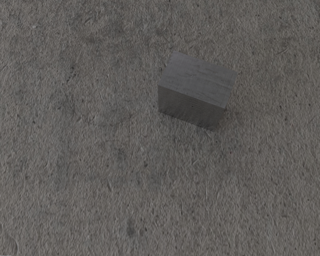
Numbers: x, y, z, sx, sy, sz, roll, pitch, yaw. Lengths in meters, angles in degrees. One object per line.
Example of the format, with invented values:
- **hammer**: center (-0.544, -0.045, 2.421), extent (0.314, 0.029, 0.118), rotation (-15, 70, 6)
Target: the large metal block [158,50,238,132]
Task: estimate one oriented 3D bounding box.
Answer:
- **large metal block**: center (0.044, -0.044, 0.395), extent (0.080, 0.080, 0.050), rotation (21, 72, 7)
